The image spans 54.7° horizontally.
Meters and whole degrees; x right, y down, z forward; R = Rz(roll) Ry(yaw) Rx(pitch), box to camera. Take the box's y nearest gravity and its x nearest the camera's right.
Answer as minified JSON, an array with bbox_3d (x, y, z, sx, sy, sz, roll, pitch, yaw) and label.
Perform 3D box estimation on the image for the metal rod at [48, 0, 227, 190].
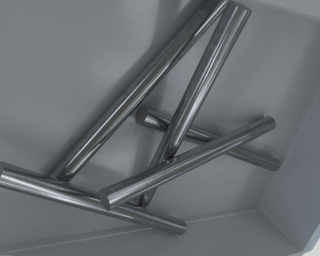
[{"bbox_3d":[-0.033,-0.036,0.367,0.300,0.025,0.025,-47,129,5],"label":"metal rod"}]

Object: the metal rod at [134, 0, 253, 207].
[{"bbox_3d":[0.025,-0.005,0.380,0.025,0.025,0.298,3,129,-30],"label":"metal rod"}]

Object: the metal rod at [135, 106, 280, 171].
[{"bbox_3d":[0.092,0.025,0.474,0.302,0.025,0.025,20,108,-36],"label":"metal rod"}]

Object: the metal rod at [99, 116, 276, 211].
[{"bbox_3d":[0.058,0.035,0.417,0.302,0.025,0.025,-20,127,-34],"label":"metal rod"}]

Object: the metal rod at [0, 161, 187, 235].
[{"bbox_3d":[-0.064,0.104,0.407,0.301,0.025,0.025,31,101,-41],"label":"metal rod"}]
